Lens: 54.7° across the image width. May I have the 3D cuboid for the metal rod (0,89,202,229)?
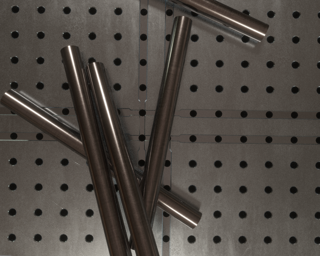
[{"bbox_3d":[-0.077,0.042,0.412,0.301,0.025,0.025,33,90,-1],"label":"metal rod"}]

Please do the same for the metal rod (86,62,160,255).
[{"bbox_3d":[-0.042,0.055,0.373,0.025,0.025,0.299,-18,74,0],"label":"metal rod"}]

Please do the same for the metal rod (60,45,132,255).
[{"bbox_3d":[-0.079,0.037,0.386,0.025,0.025,0.299,-16,80,0],"label":"metal rod"}]

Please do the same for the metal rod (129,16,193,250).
[{"bbox_3d":[0.002,0.002,0.396,0.025,0.025,0.299,11,83,-1],"label":"metal rod"}]

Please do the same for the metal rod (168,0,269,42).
[{"bbox_3d":[0.002,-0.189,0.413,0.301,0.025,0.025,24,90,-1],"label":"metal rod"}]
